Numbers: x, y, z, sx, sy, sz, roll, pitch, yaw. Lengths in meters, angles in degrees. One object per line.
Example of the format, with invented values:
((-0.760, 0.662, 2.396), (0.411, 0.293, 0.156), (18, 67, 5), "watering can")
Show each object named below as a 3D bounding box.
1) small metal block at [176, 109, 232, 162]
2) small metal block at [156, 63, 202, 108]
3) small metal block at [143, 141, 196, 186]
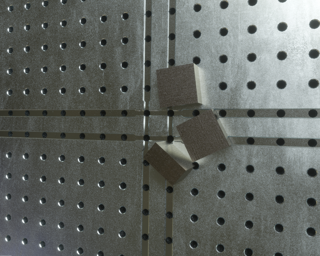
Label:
((0.056, 0.010, 0.393), (0.050, 0.025, 0.050), (-27, 81, 18), "small metal block")
((0.025, -0.053, 0.404), (0.050, 0.025, 0.050), (-7, 88, 20), "small metal block")
((0.013, 0.043, 0.395), (0.050, 0.050, 0.025), (43, 104, 15), "small metal block")
